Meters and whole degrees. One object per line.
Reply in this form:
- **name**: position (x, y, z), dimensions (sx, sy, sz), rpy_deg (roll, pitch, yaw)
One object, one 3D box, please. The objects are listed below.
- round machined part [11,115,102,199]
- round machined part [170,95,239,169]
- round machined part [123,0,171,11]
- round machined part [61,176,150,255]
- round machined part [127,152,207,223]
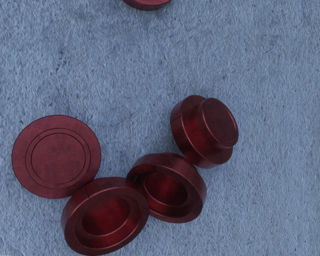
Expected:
- **round machined part**: position (-0.117, 0.033, 0.357), dimensions (0.099, 0.042, 0.097), rpy_deg (0, 90, -20)
- **round machined part**: position (0.063, 0.000, 0.398), dimensions (0.099, 0.042, 0.098), rpy_deg (24, 51, -33)
- **round machined part**: position (-0.015, -0.205, 0.394), dimensions (0.099, 0.042, 0.097), rpy_deg (0, 90, -20)
- **round machined part**: position (-0.065, 0.097, 0.362), dimensions (0.099, 0.042, 0.097), rpy_deg (-14, 122, -23)
- **round machined part**: position (0.011, 0.069, 0.384), dimensions (0.098, 0.098, 0.042), rpy_deg (49, 40, -14)
